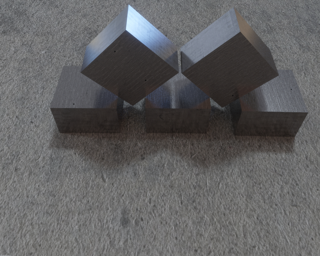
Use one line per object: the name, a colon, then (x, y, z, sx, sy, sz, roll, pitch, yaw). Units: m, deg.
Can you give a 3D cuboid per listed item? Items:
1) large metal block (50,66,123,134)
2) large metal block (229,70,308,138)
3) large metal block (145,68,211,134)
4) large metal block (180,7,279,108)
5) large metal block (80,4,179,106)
large metal block: (-0.093, -0.039, 0.420, 0.081, 0.050, 0.080, 0, 50, 0)
large metal block: (0.140, -0.034, 0.420, 0.081, 0.050, 0.080, 1, 50, 0)
large metal block: (0.023, -0.038, 0.421, 0.081, 0.050, 0.080, 1, 50, 0)
large metal block: (0.082, -0.082, 0.377, 0.080, 0.080, 0.050, -32, 40, 33)
large metal block: (-0.035, -0.083, 0.374, 0.080, 0.080, 0.050, 32, 40, -34)
